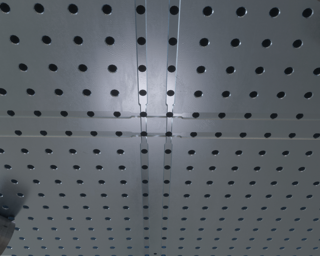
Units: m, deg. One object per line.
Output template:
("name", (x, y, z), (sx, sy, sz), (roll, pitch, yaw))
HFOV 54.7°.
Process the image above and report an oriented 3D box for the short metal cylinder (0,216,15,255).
("short metal cylinder", (-0.297, 0.188, 0.533), (0.080, 0.080, 0.050), (-36, 122, 26))
